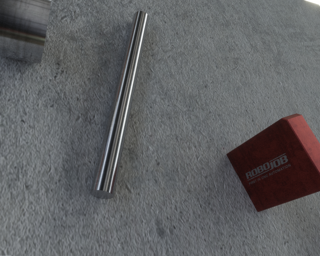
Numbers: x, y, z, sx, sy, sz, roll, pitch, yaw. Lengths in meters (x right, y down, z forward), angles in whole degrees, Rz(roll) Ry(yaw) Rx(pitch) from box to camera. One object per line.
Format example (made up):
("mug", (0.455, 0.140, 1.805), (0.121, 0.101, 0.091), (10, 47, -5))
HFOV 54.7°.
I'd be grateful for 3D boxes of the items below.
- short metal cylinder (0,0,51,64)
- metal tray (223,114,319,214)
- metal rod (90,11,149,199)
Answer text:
("short metal cylinder", (-0.158, -0.118, 0.356), (0.050, 0.080, 0.080), (9, 58, -24))
("metal tray", (0.147, 0.051, 0.402), (0.030, 0.129, 0.090), (-15, 71, -32))
("metal rod", (-0.046, -0.053, 0.411), (0.025, 0.025, 0.300), (19, 54, -17))
